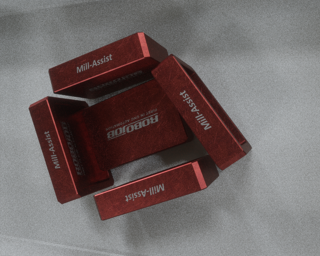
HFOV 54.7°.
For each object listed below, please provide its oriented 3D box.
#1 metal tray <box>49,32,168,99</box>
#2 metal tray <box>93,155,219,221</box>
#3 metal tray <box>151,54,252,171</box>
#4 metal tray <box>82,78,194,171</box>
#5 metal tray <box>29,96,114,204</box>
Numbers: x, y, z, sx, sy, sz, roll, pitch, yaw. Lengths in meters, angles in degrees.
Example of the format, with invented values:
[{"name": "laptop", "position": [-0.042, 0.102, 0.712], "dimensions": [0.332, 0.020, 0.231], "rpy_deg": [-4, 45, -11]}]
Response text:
[{"name": "metal tray", "position": [-0.060, -0.073, 0.394], "dimensions": [0.130, 0.090, 0.030], "rpy_deg": [-17, 85, 19]}, {"name": "metal tray", "position": [-0.001, 0.069, 0.373], "dimensions": [0.130, 0.090, 0.030], "rpy_deg": [-21, 83, 18]}, {"name": "metal tray", "position": [0.051, -0.018, 0.356], "dimensions": [0.030, 0.090, 0.130], "rpy_deg": [-38, 78, 17]}, {"name": "metal tray", "position": [-0.032, -0.004, 0.415], "dimensions": [0.130, 0.030, 0.090], "rpy_deg": [-21, 83, 18]}, {"name": "metal tray", "position": [-0.114, 0.026, 0.412], "dimensions": [0.030, 0.090, 0.129], "rpy_deg": [-22, 83, 18]}]
